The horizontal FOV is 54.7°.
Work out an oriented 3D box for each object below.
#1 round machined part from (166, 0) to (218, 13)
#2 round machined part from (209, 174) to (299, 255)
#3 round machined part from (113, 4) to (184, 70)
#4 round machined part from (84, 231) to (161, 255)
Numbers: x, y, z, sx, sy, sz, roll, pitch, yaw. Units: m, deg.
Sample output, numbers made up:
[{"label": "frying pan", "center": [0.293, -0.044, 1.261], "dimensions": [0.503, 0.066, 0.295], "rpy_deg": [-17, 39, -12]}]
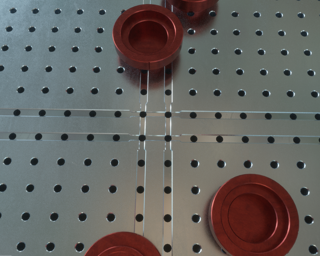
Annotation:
[{"label": "round machined part", "center": [0.050, -0.221, 0.484], "dimensions": [0.099, 0.042, 0.098], "rpy_deg": [0, 70, -1]}, {"label": "round machined part", "center": [0.106, 0.106, 0.365], "dimensions": [0.099, 0.042, 0.098], "rpy_deg": [0, 70, -1]}, {"label": "round machined part", "center": [-0.017, -0.126, 0.449], "dimensions": [0.099, 0.042, 0.098], "rpy_deg": [0, 70, -1]}, {"label": "round machined part", "center": [-0.042, 0.166, 0.342], "dimensions": [0.099, 0.042, 0.098], "rpy_deg": [0, 70, -1]}]
